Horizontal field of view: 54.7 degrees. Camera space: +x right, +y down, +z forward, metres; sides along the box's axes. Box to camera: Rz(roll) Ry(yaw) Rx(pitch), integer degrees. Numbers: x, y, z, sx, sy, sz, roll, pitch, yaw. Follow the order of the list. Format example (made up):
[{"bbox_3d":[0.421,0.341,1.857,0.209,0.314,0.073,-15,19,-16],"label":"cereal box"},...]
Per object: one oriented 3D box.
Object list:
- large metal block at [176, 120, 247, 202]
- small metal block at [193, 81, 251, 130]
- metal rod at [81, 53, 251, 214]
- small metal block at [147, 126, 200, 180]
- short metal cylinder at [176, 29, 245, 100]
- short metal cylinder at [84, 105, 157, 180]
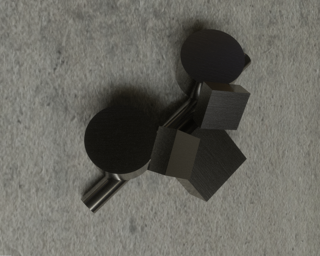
[{"bbox_3d":[0.054,0.037,0.416,0.080,0.050,0.080,-43,104,-15],"label":"large metal block"},{"bbox_3d":[0.073,-0.026,0.372,0.050,0.025,0.050,2,120,-20],"label":"small metal block"},{"bbox_3d":[0.018,-0.003,0.418,0.301,0.025,0.025,-43,104,-15],"label":"metal rod"},{"bbox_3d":[0.017,0.029,0.352,0.050,0.025,0.050,22,82,-51],"label":"small metal block"},{"bbox_3d":[0.064,-0.081,0.406,0.081,0.050,0.080,1,72,-4],"label":"short metal cylinder"},{"bbox_3d":[-0.045,0.019,0.366,0.081,0.050,0.080,1,72,-4],"label":"short metal cylinder"}]
